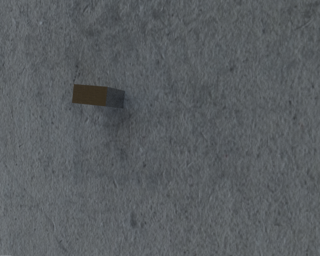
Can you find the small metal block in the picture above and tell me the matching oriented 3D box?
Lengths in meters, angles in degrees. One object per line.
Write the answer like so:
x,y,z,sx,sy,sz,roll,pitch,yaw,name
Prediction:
-0.083,-0.043,0.424,0.050,0.050,0.025,7,93,19,small metal block
